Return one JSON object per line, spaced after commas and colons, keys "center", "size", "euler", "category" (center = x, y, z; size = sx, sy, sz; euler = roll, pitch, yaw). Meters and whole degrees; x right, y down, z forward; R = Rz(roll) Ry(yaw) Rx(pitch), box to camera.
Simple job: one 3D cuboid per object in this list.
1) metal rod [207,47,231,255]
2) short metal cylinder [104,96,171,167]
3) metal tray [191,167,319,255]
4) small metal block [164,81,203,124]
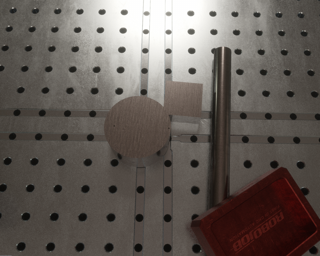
{"center": [0.078, 0.028, 0.402], "size": [0.025, 0.025, 0.299], "euler": [5, 70, 1], "category": "metal rod"}
{"center": [-0.027, 0.006, 0.396], "size": [0.081, 0.050, 0.080], "euler": [0, 70, 0], "category": "short metal cylinder"}
{"center": [0.112, 0.113, 0.350], "size": [0.131, 0.030, 0.090], "euler": [-27, 80, -21], "category": "metal tray"}
{"center": [0.031, -0.035, 0.425], "size": [0.050, 0.025, 0.050], "euler": [5, 70, 1], "category": "small metal block"}
